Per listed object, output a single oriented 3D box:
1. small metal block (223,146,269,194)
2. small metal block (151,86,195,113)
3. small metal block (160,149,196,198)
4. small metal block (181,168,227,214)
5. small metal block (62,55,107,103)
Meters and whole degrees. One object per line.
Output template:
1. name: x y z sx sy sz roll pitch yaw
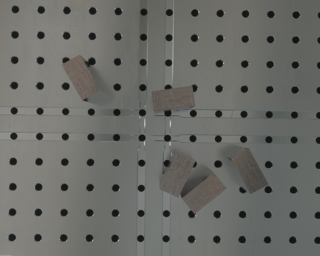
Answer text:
1. small metal block: 0.110 0.053 0.402 0.025 0.050 0.050 -29 90 0
2. small metal block: 0.016 -0.036 0.401 0.050 0.050 0.025 -8 90 0
3. small metal block: 0.021 0.057 0.401 0.025 0.050 0.050 25 90 0
4. small metal block: 0.054 0.079 0.402 0.050 0.050 0.025 -39 90 0
5. small metal block: -0.096 -0.061 0.400 0.025 0.050 0.050 -30 90 0
